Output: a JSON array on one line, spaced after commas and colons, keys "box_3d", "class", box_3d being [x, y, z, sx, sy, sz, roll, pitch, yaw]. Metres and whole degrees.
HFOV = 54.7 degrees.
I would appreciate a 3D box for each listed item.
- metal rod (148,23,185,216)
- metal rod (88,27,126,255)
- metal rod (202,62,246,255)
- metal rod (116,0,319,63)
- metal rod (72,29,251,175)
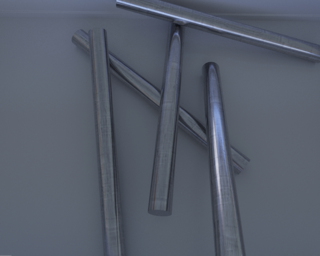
[{"box_3d": [0.013, -0.040, 0.397, 0.025, 0.025, 0.300, 5, 60, 2], "class": "metal rod"}, {"box_3d": [-0.068, 0.012, 0.389, 0.025, 0.025, 0.299, -6, 76, -2], "class": "metal rod"}, {"box_3d": [0.064, 0.023, 0.338, 0.025, 0.025, 0.300, 3, 45, 1], "class": "metal rod"}, {"box_3d": [0.088, -0.143, 0.440, 0.302, 0.025, 0.025, 14, 71, -4], "class": "metal rod"}, {"box_3d": [-0.007, -0.043, 0.424, 0.300, 0.025, 0.025, 39, 75, 13], "class": "metal rod"}]
